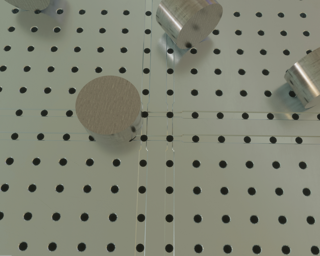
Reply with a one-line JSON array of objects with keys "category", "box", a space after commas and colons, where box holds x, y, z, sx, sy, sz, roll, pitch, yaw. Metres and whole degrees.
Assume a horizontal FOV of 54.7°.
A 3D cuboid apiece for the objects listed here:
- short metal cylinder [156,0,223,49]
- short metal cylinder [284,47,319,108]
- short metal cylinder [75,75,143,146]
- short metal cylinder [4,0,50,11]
[{"category": "short metal cylinder", "box": [0.042, -0.160, 0.441, 0.080, 0.080, 0.050, -33, 74, -11]}, {"category": "short metal cylinder", "box": [0.215, -0.069, 0.409, 0.080, 0.080, 0.050, -24, 72, -8]}, {"category": "short metal cylinder", "box": [-0.064, -0.021, 0.406, 0.081, 0.050, 0.080, 0, 70, 0]}, {"category": "short metal cylinder", "box": [-0.201, -0.222, 0.462, 0.080, 0.080, 0.050, 5, 70, 2]}]
